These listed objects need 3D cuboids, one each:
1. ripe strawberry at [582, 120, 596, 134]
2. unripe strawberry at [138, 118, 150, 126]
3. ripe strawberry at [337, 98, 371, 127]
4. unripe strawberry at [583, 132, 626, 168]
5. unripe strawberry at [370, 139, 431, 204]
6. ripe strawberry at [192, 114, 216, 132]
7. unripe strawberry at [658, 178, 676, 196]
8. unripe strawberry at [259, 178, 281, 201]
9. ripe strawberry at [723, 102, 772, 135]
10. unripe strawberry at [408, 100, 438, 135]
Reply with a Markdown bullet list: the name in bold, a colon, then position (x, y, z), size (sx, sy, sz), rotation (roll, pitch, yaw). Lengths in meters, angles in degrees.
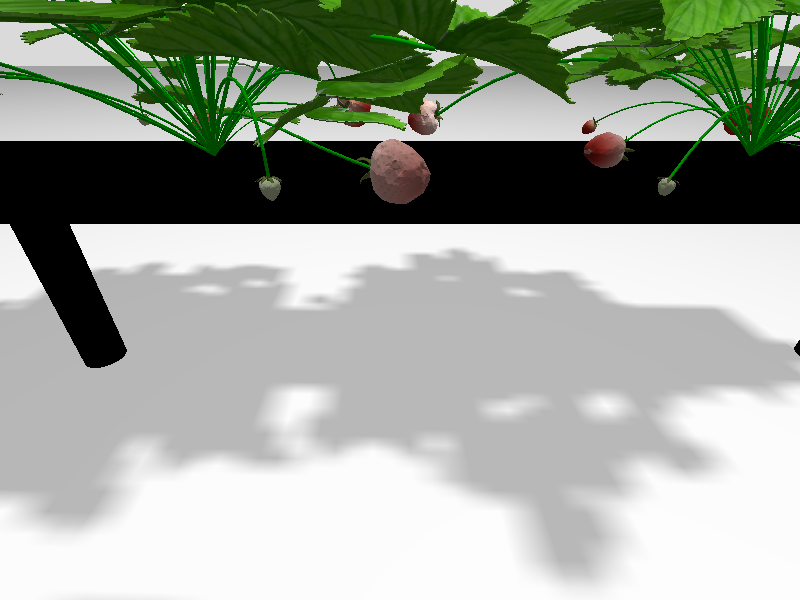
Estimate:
- **ripe strawberry**: position (0.197, -0.180, 0.418), size (0.015, 0.013, 0.015), rotation (-27, -3, -36)
- **unripe strawberry**: position (-0.268, -0.189, 0.421), size (0.010, 0.010, 0.011), rotation (26, 40, 36)
- **ripe strawberry**: position (-0.050, -0.224, 0.465), size (0.041, 0.043, 0.044), rotation (19, 36, 27)
- **unripe strawberry**: position (0.146, -0.108, 0.289), size (0.025, 0.024, 0.027), rotation (-12, 33, -14)
- **unripe strawberry**: position (0.000, -0.068, 0.216), size (0.033, 0.034, 0.030), rotation (24, 39, 33)
- **ripe strawberry**: position (-0.201, -0.182, 0.413), size (0.024, 0.025, 0.026), rotation (-14, 34, -21)
- **unripe strawberry**: position (0.158, -0.067, 0.238), size (0.010, 0.010, 0.009), rotation (7, 19, -46)
- **unripe strawberry**: position (-0.067, -0.057, 0.207), size (0.011, 0.011, 0.011), rotation (-18, 36, -26)
- **ripe strawberry**: position (0.348, -0.182, 0.402), size (0.036, 0.031, 0.036), rotation (18, 35, 26)
- **unripe strawberry**: position (0.024, -0.185, 0.408), size (0.030, 0.032, 0.028), rotation (0, 30, 22)
